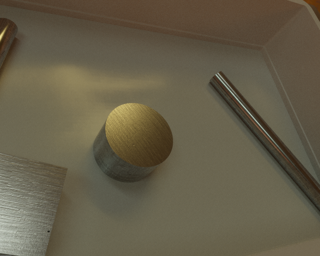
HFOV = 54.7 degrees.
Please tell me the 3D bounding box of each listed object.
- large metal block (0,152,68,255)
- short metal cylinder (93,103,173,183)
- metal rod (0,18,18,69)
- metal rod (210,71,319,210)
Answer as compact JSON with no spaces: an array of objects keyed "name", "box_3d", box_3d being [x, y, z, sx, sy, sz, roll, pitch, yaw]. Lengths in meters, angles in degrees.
[{"name":"large metal block","box_3d":[-0.136,0.071,0.273,0.081,0.050,0.080,18,55,-19]},{"name":"short metal cylinder","box_3d":[-0.032,0.018,0.363,0.081,0.050,0.080,14,56,-21]},{"name":"metal rod","box_3d":[-0.197,0.000,0.299,0.025,0.025,0.300,17,55,-19]},{"name":"metal rod","box_3d":[0.184,0.030,0.488,0.025,0.025,0.300,-33,80,-38]}]
